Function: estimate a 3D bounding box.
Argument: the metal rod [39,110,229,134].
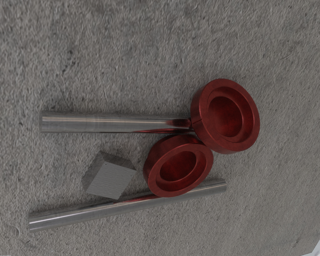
[{"bbox_3d":[0.004,-0.005,0.406,0.303,0.025,0.025,1,118,-29],"label":"metal rod"}]

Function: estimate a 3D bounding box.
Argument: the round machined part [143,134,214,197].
[{"bbox_3d":[0.021,0.047,0.433,0.099,0.042,0.097,-15,131,-18],"label":"round machined part"}]

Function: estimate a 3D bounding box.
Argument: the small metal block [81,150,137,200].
[{"bbox_3d":[-0.068,0.063,0.409,0.050,0.025,0.050,24,106,-37],"label":"small metal block"}]

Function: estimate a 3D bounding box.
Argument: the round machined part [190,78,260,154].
[{"bbox_3d":[0.081,-0.012,0.410,0.099,0.042,0.098,9,70,-26],"label":"round machined part"}]

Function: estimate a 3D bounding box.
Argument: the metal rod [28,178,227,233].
[{"bbox_3d":[-0.030,0.108,0.457,0.303,0.025,0.025,-5,121,-26],"label":"metal rod"}]
